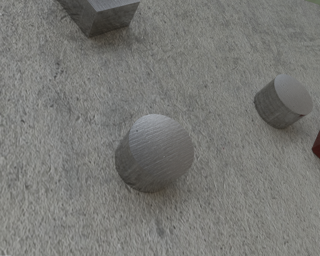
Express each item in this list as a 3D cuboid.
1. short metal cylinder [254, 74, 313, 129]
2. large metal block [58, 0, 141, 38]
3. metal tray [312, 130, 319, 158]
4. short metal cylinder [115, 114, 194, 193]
[{"bbox_3d":[0.209,-0.044,0.527,0.081,0.050,0.080,14,56,-21],"label":"short metal cylinder"},{"bbox_3d":[-0.091,-0.188,0.453,0.081,0.050,0.080,-33,80,-38],"label":"large metal block"},{"bbox_3d":[0.336,0.028,0.564,0.090,0.030,0.131,44,51,2],"label":"metal tray"},{"bbox_3d":[-0.007,0.030,0.365,0.081,0.050,0.080,14,56,-21],"label":"short metal cylinder"}]
